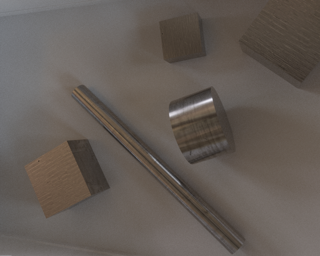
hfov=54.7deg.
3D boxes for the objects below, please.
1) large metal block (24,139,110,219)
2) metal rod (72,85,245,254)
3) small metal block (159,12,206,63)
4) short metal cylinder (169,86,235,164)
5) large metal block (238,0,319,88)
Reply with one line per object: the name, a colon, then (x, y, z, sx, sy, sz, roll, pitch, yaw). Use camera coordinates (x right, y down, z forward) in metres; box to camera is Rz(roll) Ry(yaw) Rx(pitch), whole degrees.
large metal block: (-0.132, 0.070, 0.442, 0.080, 0.050, 0.080, -29, 81, 17)
metal rod: (-0.012, 0.045, 0.413, 0.300, 0.025, 0.025, 43, 103, 14)
small metal block: (0.030, -0.115, 0.399, 0.050, 0.025, 0.050, -8, 88, 19)
short metal cylinder: (0.051, -0.003, 0.363, 0.050, 0.080, 0.080, -19, 84, 19)
large metal block: (0.148, -0.102, 0.345, 0.080, 0.050, 0.080, 40, 102, 15)
